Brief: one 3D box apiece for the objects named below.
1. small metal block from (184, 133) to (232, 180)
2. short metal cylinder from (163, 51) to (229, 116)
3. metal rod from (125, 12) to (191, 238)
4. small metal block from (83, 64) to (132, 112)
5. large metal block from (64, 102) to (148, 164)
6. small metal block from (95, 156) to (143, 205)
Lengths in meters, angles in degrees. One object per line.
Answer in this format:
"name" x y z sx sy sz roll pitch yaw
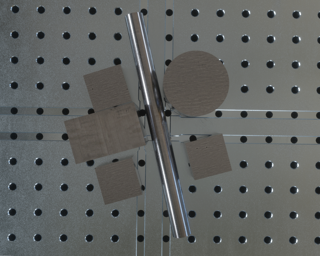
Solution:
"small metal block" 0.063 0.037 0.414 0.050 0.025 0.050 -15 90 -1
"short metal cylinder" 0.044 -0.055 0.401 0.081 0.050 0.079 0 90 -1
"metal rod" -0.002 -0.004 0.413 0.025 0.025 0.298 -12 90 0
"small metal block" -0.068 -0.052 0.412 0.050 0.025 0.050 -17 90 -1
"large metal block" -0.061 0.005 0.384 0.080 0.080 0.050 -15 90 0
"small metal block" -0.054 0.069 0.413 0.050 0.025 0.050 -16 90 -1
